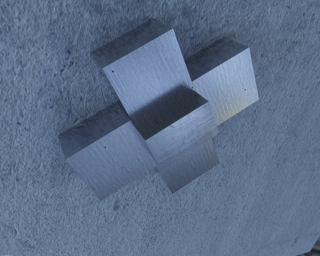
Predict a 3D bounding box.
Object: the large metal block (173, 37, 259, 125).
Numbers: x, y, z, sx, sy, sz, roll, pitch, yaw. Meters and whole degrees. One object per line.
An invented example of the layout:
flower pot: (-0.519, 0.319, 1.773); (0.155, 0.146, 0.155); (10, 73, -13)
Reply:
large metal block: (0.073, -0.057, 0.398); (0.080, 0.050, 0.080); (-32, 129, -8)

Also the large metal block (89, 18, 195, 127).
large metal block: (-0.018, -0.061, 0.345); (0.080, 0.050, 0.080); (-32, 129, -8)

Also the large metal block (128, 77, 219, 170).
large metal block: (0.010, -0.009, 0.374); (0.080, 0.080, 0.050); (-32, 129, -8)

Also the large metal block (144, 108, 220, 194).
large metal block: (0.027, 0.030, 0.426); (0.080, 0.050, 0.080); (-32, 129, -8)

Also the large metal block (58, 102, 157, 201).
large metal block: (-0.062, 0.028, 0.376); (0.080, 0.050, 0.080); (-32, 129, -8)
